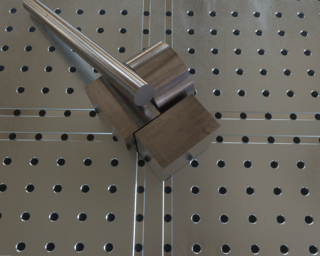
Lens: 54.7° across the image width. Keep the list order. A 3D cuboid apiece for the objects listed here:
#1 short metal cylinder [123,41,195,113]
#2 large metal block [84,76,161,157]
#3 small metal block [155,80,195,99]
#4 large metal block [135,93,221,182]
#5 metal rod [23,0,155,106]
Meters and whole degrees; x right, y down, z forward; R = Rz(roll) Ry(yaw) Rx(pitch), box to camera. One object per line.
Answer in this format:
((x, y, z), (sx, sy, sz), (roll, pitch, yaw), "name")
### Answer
((-0.003, -0.057, 0.376), (0.050, 0.080, 0.080), (-35, 74, -12), "short metal cylinder")
((-0.044, -0.018, 0.389), (0.050, 0.080, 0.080), (-36, 74, -12), "large metal block")
((0.012, -0.050, 0.431), (0.050, 0.025, 0.050), (-40, 75, -14), "small metal block")
((0.020, 0.015, 0.375), (0.080, 0.080, 0.050), (-36, 74, -12), "large metal block")
((-0.108, -0.113, 0.396), (0.025, 0.025, 0.300), (-40, 54, -13), "metal rod")
